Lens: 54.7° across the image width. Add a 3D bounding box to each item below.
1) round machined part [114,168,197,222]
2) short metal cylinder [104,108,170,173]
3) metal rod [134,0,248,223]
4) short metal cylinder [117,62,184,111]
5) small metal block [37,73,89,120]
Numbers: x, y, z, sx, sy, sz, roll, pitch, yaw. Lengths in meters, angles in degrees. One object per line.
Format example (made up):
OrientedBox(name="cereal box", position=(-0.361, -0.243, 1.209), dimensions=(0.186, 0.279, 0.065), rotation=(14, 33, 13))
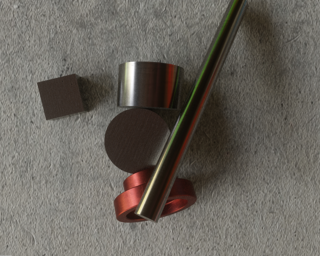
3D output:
OrientedBox(name="round machined part", position=(-0.008, 0.080, 0.380), dimensions=(0.099, 0.098, 0.042), rotation=(-15, 63, 0))
OrientedBox(name="short metal cylinder", position=(-0.027, 0.016, 0.397), dimensions=(0.081, 0.050, 0.079), rotation=(0, 90, 0))
OrientedBox(name="metal rod", position=(0.045, -0.038, 0.360), dimensions=(0.025, 0.025, 0.300), rotation=(25, 69, 0))
OrientedBox(name="short metal cylinder", position=(-0.012, -0.049, 0.382), dimensions=(0.081, 0.080, 0.050), rotation=(3, 90, 0))
OrientedBox(name="small metal block", position=(-0.127, -0.040, 0.409), dimensions=(0.050, 0.025, 0.050), rotation=(-14, 90, 0))
